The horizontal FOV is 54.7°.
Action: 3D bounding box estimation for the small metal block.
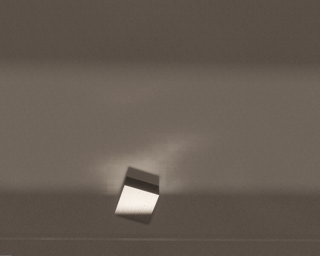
[{"bbox_3d":[-0.033,0.104,0.449,0.050,0.025,0.050,18,109,-7],"label":"small metal block"}]
